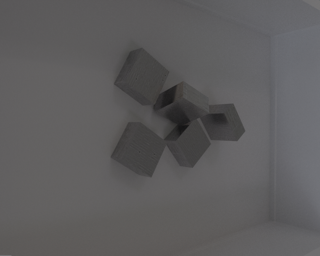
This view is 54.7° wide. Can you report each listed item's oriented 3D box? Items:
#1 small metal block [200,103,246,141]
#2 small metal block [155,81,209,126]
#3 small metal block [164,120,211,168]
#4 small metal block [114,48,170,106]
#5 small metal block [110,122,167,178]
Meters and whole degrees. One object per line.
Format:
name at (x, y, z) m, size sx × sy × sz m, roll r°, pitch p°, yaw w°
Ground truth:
small metal block at (0.093, -0.008, 0.468) m, size 0.025 × 0.050 × 0.050 m, roll -44°, pitch 117°, yaw -31°
small metal block at (0.029, -0.031, 0.411) m, size 0.050 × 0.050 × 0.025 m, roll 27°, pitch 53°, yaw -37°
small metal block at (0.040, 0.020, 0.440) m, size 0.050 × 0.025 × 0.050 m, roll -47°, pitch 119°, yaw -29°
small metal block at (-0.022, -0.063, 0.388) m, size 0.050 × 0.025 × 0.050 m, roll 36°, pitch 68°, yaw -34°
small metal block at (-0.025, 0.027, 0.385) m, size 0.050 × 0.025 × 0.050 m, roll 38°, pitch 67°, yaw -33°
